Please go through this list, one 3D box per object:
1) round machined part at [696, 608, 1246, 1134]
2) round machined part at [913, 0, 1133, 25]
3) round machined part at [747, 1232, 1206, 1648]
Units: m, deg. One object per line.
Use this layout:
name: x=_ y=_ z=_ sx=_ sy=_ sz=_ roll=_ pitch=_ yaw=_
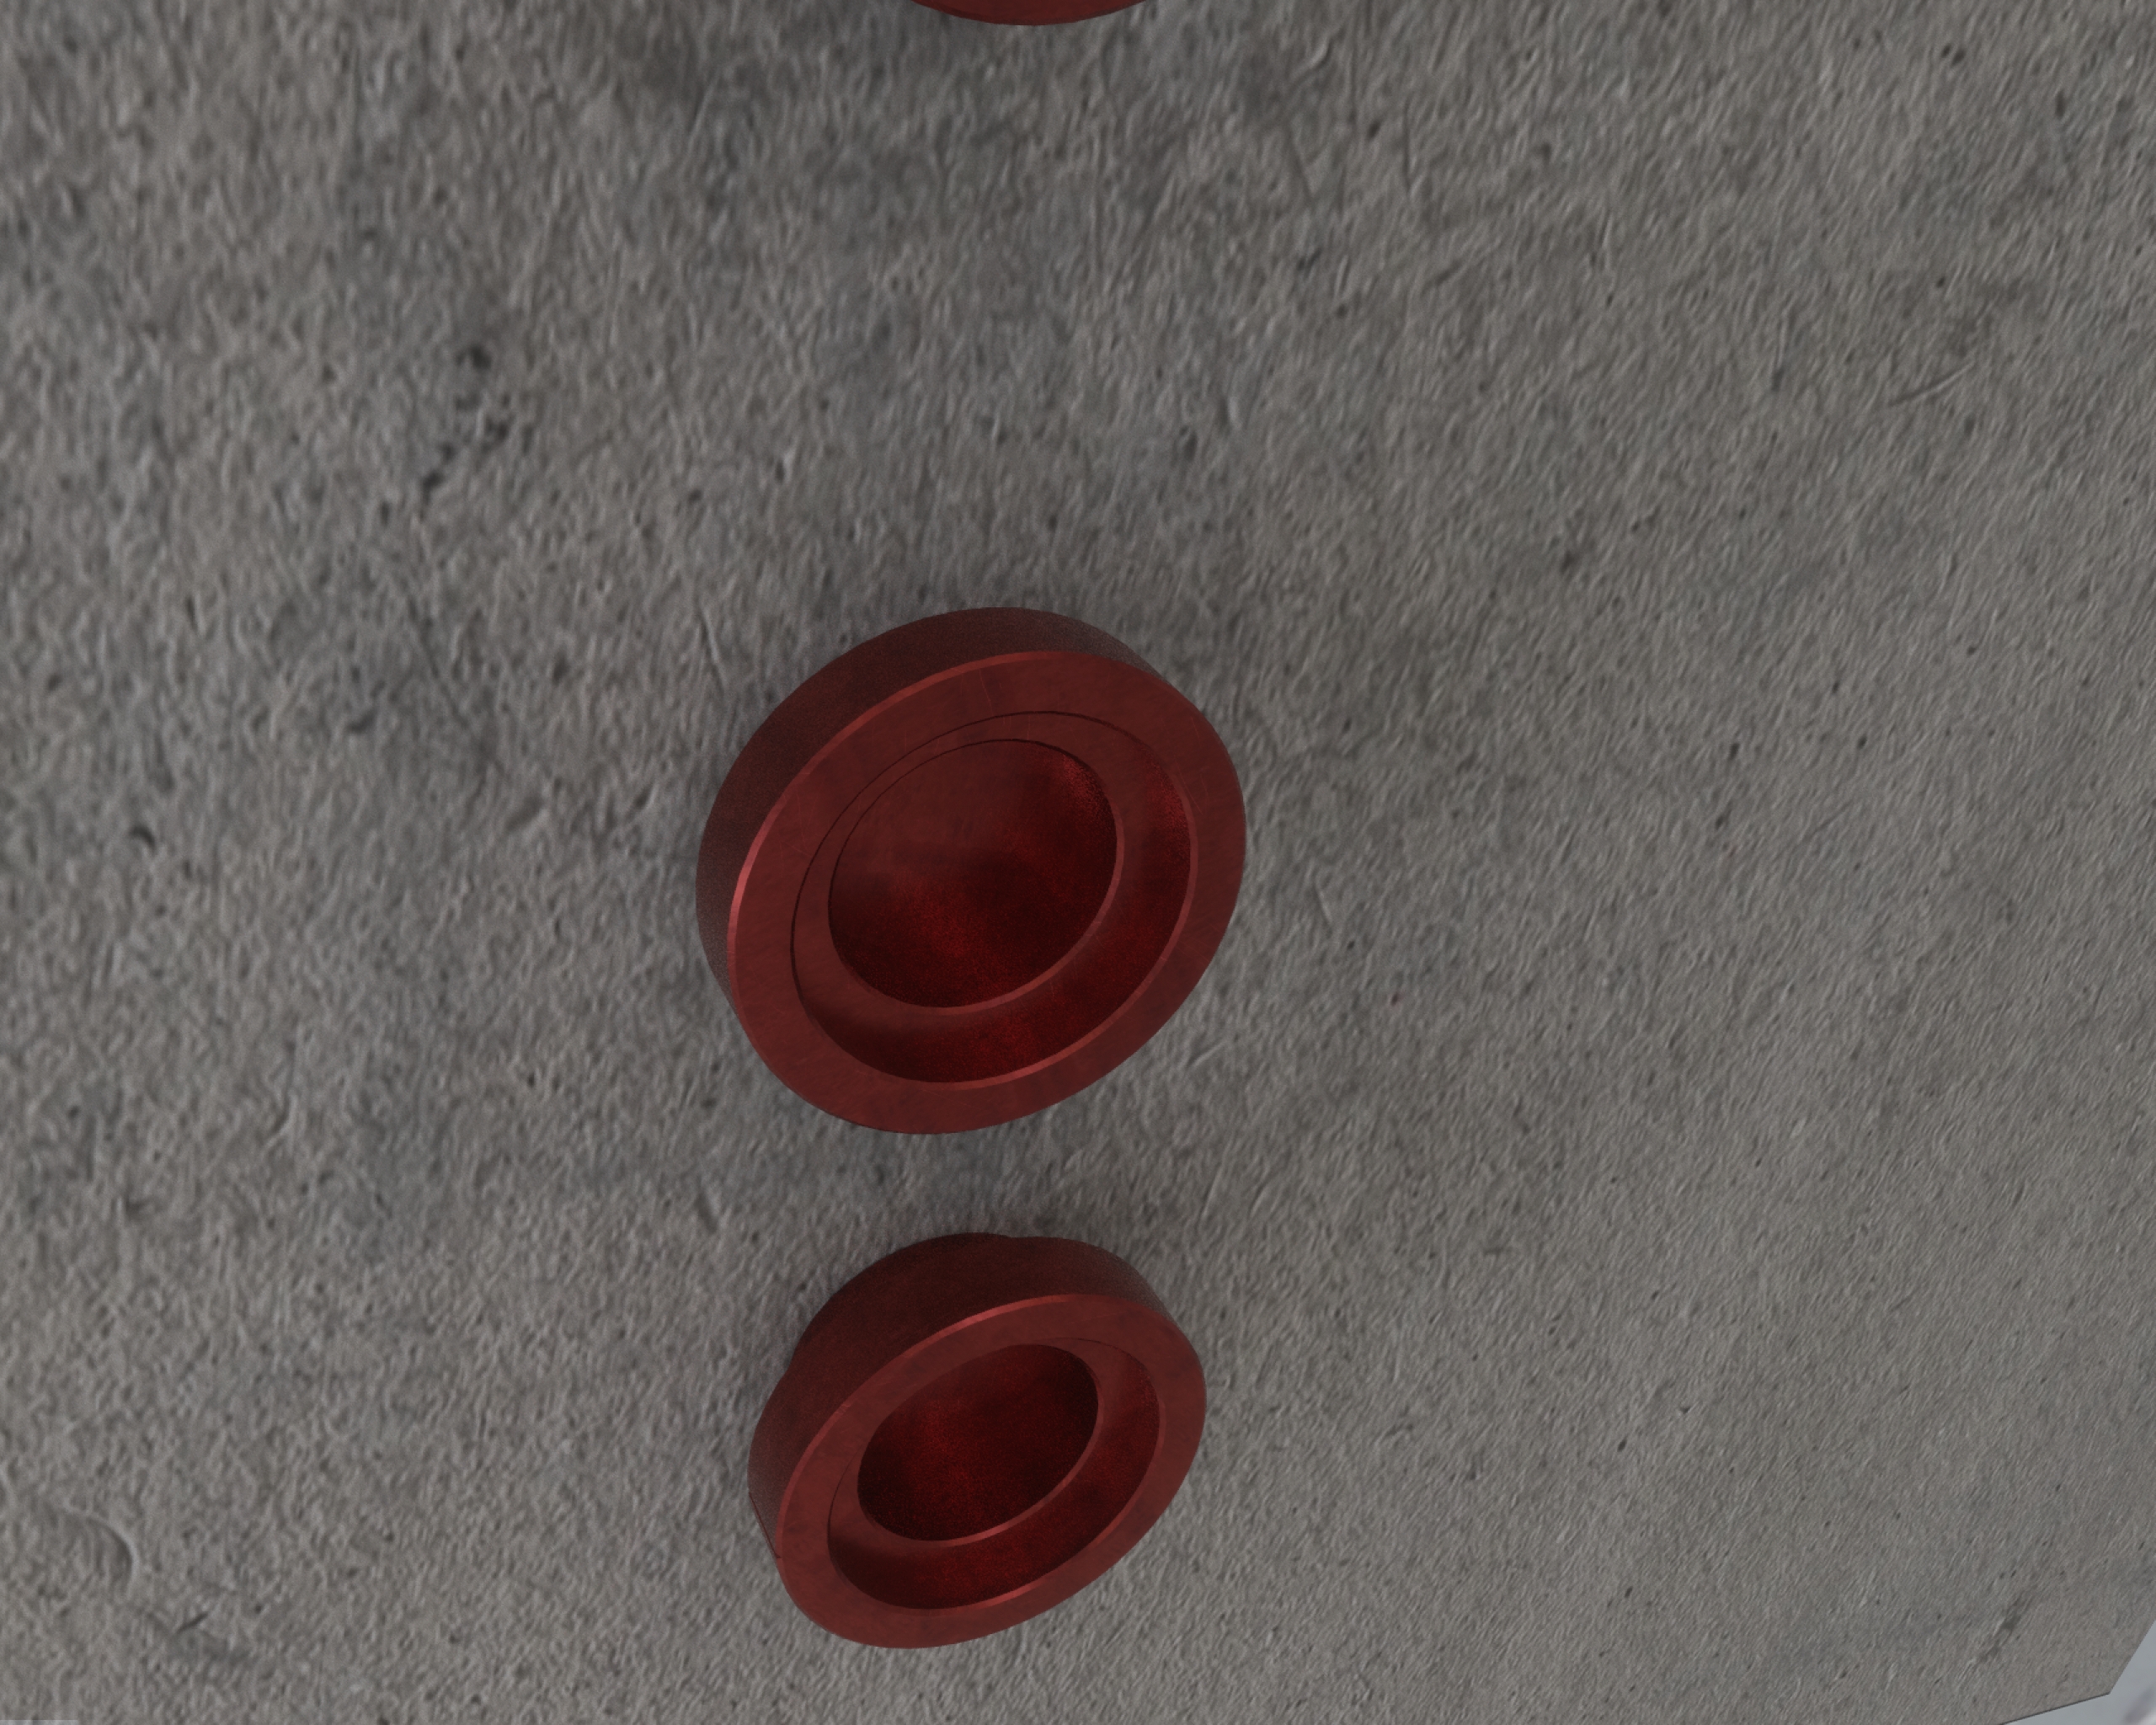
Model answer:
round machined part: x=-0.022 y=-0.002 z=0.382 sx=0.099 sy=0.042 sz=0.097 roll=-14 pitch=124 yaw=-21
round machined part: x=-0.012 y=-0.169 z=0.284 sx=0.099 sy=0.042 sz=0.097 roll=-14 pitch=124 yaw=-21
round machined part: x=-0.025 y=0.120 z=0.456 sx=0.099 sy=0.042 sz=0.097 roll=-14 pitch=124 yaw=-21
